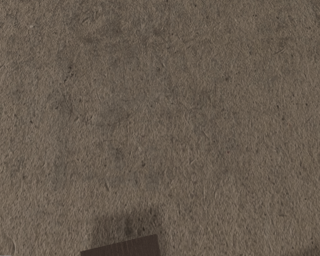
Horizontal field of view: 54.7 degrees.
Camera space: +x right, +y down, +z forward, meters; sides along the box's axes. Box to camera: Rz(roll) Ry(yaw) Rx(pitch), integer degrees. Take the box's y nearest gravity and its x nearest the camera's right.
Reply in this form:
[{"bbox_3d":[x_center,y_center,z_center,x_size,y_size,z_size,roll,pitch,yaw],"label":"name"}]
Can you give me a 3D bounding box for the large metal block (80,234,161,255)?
[{"bbox_3d":[-0.035,0.165,0.334,0.081,0.050,0.080,-12,71,-5],"label":"large metal block"}]
